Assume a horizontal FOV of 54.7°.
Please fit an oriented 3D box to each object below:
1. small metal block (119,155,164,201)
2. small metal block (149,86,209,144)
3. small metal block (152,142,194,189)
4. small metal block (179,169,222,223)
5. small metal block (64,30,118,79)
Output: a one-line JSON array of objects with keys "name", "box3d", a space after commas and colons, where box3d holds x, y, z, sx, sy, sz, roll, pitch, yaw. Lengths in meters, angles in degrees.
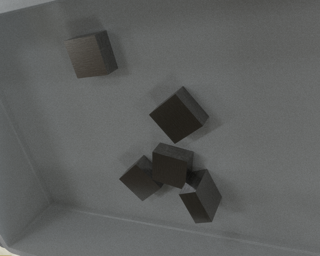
[{"name": "small metal block", "box3d": [-0.026, 0.077, 0.470, 0.050, 0.025, 0.050, 44, 129, -3]}, {"name": "small metal block", "box3d": [0.024, -0.015, 0.387, 0.050, 0.025, 0.050, 49, 129, -7]}, {"name": "small metal block", "box3d": [0.017, 0.053, 0.432, 0.050, 0.025, 0.050, 14, 124, 20]}, {"name": "small metal block", "box3d": [0.056, 0.092, 0.420, 0.025, 0.050, 0.050, -17, 109, 35]}, {"name": "small metal block", "box3d": [-0.088, -0.094, 0.397, 0.050, 0.025, 0.050, -1, 118, 28]}]
